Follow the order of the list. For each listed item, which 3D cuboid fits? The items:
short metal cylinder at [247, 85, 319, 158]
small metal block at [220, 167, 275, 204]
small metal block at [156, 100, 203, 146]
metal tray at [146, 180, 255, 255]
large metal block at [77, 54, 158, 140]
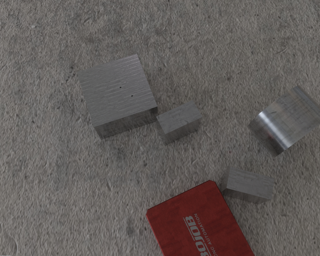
[{"bbox_3d":[0.157,-0.007,0.383,0.080,0.080,0.050,-34,74,-11],"label":"short metal cylinder"},{"bbox_3d":[0.102,0.070,0.370,0.050,0.050,0.025,14,71,5],"label":"small metal block"},{"bbox_3d":[0.023,-0.005,0.397,0.050,0.050,0.025,-25,72,-9],"label":"small metal block"},{"bbox_3d":[0.050,0.137,0.356,0.091,0.030,0.130,-24,72,-9],"label":"metal tray"},{"bbox_3d":[-0.054,-0.041,0.409,0.080,0.050,0.080,-19,71,-7],"label":"large metal block"}]
